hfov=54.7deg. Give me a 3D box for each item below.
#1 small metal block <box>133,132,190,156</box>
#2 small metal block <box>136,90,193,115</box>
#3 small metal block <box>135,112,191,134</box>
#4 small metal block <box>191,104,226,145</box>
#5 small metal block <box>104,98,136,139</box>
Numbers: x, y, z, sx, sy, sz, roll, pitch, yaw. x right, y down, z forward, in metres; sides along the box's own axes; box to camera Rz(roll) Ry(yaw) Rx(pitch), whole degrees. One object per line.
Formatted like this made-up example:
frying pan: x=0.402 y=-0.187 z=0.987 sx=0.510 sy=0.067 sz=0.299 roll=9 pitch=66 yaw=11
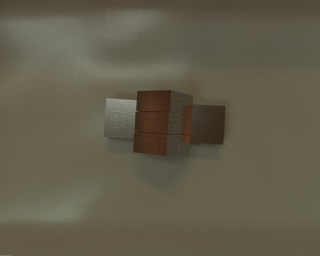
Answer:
small metal block: x=0.003 y=0.019 z=0.387 sx=0.050 sy=0.050 sz=0.025 roll=2 pitch=90 yaw=36
small metal block: x=0.006 y=-0.031 z=0.387 sx=0.050 sy=0.050 sz=0.025 roll=3 pitch=90 yaw=36
small metal block: x=0.004 y=-0.006 z=0.387 sx=0.050 sy=0.050 sz=0.025 roll=2 pitch=90 yaw=36
small metal block: x=0.058 y=-0.005 z=0.411 sx=0.050 sy=0.025 sz=0.050 roll=3 pitch=90 yaw=-1
small metal block: x=-0.045 y=-0.012 z=0.409 sx=0.050 sy=0.025 sz=0.050 roll=4 pitch=90 yaw=-1
